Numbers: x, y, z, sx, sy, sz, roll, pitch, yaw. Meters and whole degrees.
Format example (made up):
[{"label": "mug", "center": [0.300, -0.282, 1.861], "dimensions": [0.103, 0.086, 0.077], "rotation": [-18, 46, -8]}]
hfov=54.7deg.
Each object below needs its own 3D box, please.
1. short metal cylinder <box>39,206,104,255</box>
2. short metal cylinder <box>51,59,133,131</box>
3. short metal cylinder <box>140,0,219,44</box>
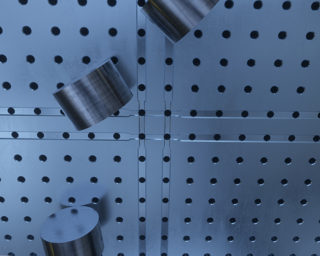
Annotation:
[{"label": "short metal cylinder", "center": [-0.124, 0.155, 0.440], "dimensions": [0.080, 0.080, 0.050], "rotation": [-5, 110, 1]}, {"label": "short metal cylinder", "center": [-0.080, -0.040, 0.368], "dimensions": [0.080, 0.080, 0.050], "rotation": [-28, 108, 9]}, {"label": "short metal cylinder", "center": [0.025, -0.138, 0.334], "dimensions": [0.050, 0.080, 0.080], "rotation": [42, 104, -14]}]
